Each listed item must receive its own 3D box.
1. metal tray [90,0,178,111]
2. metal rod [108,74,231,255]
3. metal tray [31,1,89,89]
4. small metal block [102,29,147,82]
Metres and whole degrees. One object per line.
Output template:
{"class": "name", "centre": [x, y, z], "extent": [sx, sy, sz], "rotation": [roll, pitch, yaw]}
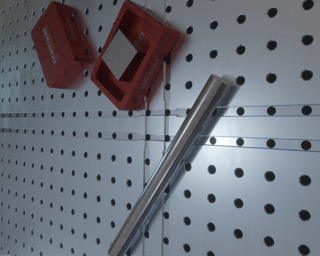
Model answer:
{"class": "metal tray", "centre": [-0.041, -0.100, 0.437], "extent": [0.090, 0.030, 0.129], "rotation": [45, 117, 30]}
{"class": "metal rod", "centre": [0.002, 0.066, 0.406], "extent": [0.025, 0.025, 0.298], "rotation": [43, 116, 31]}
{"class": "metal tray", "centre": [-0.182, -0.147, 0.553], "extent": [0.090, 0.030, 0.130], "rotation": [-36, 68, 34]}
{"class": "small metal block", "centre": [-0.048, -0.100, 0.430], "extent": [0.050, 0.025, 0.050], "rotation": [-51, 61, 28]}
